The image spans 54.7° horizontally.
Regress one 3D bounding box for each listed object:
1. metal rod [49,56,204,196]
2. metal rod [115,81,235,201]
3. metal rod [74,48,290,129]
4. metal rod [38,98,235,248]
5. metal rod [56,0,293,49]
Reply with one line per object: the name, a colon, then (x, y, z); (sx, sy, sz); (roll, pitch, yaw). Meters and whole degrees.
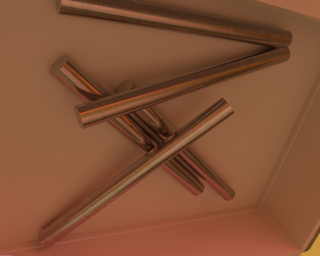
metal rod: (-0.021, 0.018, 0.409); (0.025, 0.025, 0.300); (-44, 130, 2)
metal rod: (0.040, 0.036, 0.454); (0.025, 0.025, 0.300); (-44, 130, 2)
metal rod: (0.046, -0.058, 0.378); (0.302, 0.025, 0.025); (-20, 127, -24)
metal rod: (-0.035, 0.061, 0.401); (0.300, 0.025, 0.025); (-37, 130, 6)
metal rod: (0.040, -0.120, 0.357); (0.303, 0.025, 0.025); (-1, 119, -28)
